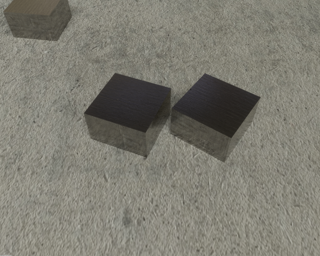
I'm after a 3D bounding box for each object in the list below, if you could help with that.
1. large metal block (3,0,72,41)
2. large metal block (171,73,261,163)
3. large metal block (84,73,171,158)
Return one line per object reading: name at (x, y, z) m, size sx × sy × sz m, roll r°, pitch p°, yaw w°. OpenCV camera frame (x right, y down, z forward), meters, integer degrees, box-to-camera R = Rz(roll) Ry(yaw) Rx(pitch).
large metal block at (-0.216, -0.204, 0.557) m, size 0.080 × 0.050 × 0.080 m, roll 7°, pitch 50°, yaw 5°
large metal block at (0.070, -0.015, 0.400) m, size 0.080 × 0.050 × 0.080 m, roll 29°, pitch 56°, yaw 22°
large metal block at (-0.038, -0.018, 0.402) m, size 0.080 × 0.050 × 0.080 m, roll 17°, pitch 52°, yaw 14°
